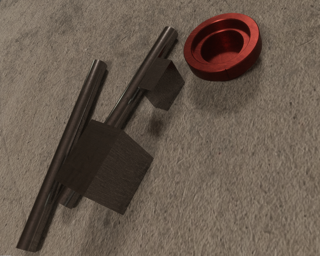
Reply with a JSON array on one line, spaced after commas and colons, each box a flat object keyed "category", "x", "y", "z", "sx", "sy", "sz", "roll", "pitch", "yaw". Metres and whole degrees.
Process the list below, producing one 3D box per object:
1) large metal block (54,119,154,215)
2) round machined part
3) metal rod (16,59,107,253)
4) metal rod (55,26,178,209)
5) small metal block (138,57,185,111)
[{"category": "large metal block", "x": -0.063, "y": 0.048, "z": 0.370, "sx": 0.050, "sy": 0.080, "sz": 0.080, "roll": 17, "pitch": 71, "yaw": 34}, {"category": "round machined part", "x": 0.084, "y": -0.101, "z": 0.410, "sx": 0.098, "sy": 0.042, "sz": 0.098, "roll": -13, "pitch": 56, "yaw": 20}, {"category": "metal rod", "x": -0.136, "y": 0.025, "z": 0.458, "sx": 0.025, "sy": 0.025, "sz": 0.300, "roll": 1, "pitch": 62, "yaw": 28}, {"category": "metal rod", "x": -0.055, "y": -0.025, "z": 0.446, "sx": 0.025, "sy": 0.025, "sz": 0.300, "roll": 19, "pitch": 71, "yaw": 35}, {"category": "small metal block", "x": 0.004, "y": -0.059, "z": 0.421, "sx": 0.025, "sy": 0.050, "sz": 0.050, "roll": 21, "pitch": 73, "yaw": 35}]
